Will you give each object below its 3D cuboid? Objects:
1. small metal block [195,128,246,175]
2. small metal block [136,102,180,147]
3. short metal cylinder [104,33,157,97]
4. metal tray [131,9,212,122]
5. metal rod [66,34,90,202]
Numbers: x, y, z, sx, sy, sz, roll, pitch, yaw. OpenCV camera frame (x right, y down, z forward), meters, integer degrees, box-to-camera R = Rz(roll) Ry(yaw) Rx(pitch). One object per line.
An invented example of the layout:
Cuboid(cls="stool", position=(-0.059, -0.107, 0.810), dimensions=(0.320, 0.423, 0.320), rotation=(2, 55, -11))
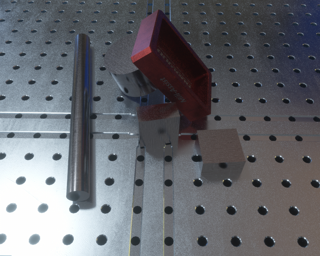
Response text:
Cuboid(cls="small metal block", position=(0.073, 0.029, 0.384), dimensions=(0.050, 0.025, 0.050), rotation=(-3, 50, -3))
Cuboid(cls="small metal block", position=(-0.003, -0.004, 0.395), dimensions=(0.050, 0.050, 0.025), rotation=(-8, 51, -7))
Cuboid(cls="short metal cylinder", position=(-0.034, -0.092, 0.453), dimensions=(0.080, 0.050, 0.080), rotation=(-10, 54, 15))
Cuboid(cls="metal tray", position=(0.022, -0.080, 0.413), dimensions=(0.030, 0.130, 0.090), rotation=(-23, 41, 32))
Cuboid(cls="metal rod", position=(-0.112, -0.038, 0.438), dimensions=(0.025, 0.025, 0.300), rotation=(-6, 50, -6))
